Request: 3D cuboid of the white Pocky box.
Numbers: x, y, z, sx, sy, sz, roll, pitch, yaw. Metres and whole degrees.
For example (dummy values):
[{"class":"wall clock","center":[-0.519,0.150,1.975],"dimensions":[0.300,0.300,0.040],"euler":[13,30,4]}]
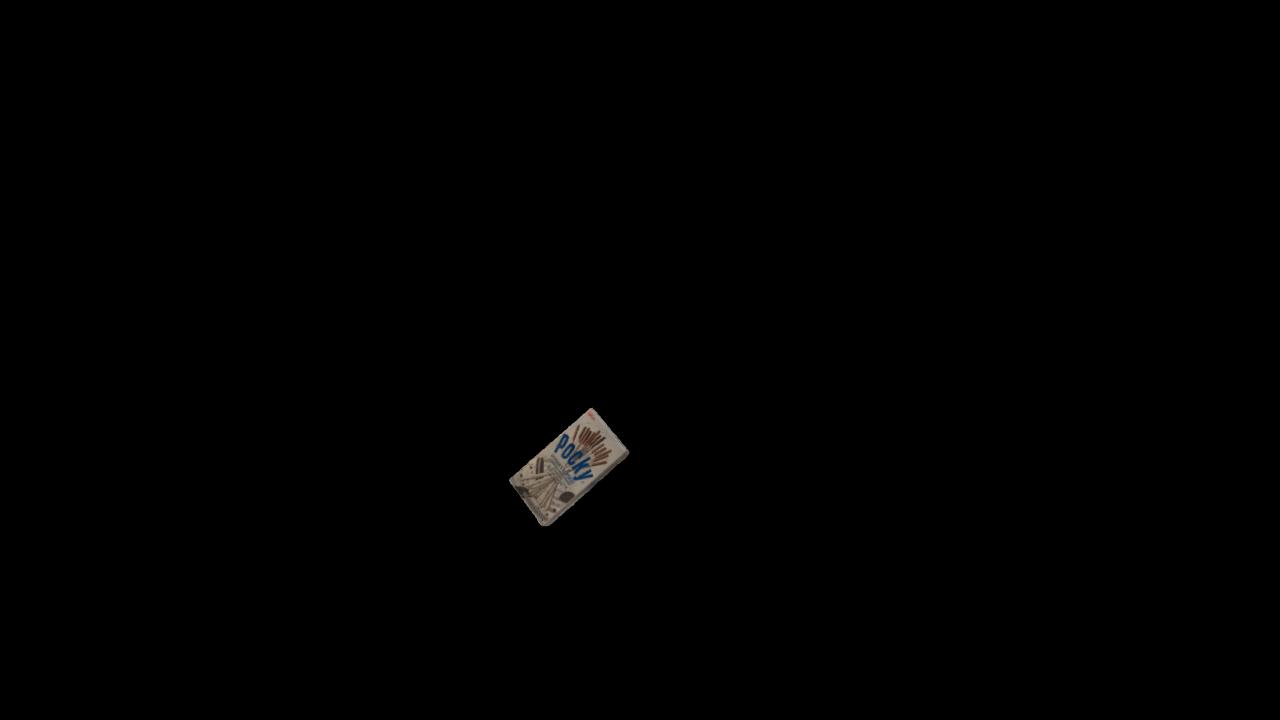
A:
[{"class":"white Pocky box","center":[-0.098,0.148,0.849],"dimensions":[0.154,0.084,0.028],"euler":[-42,-19,0]}]
